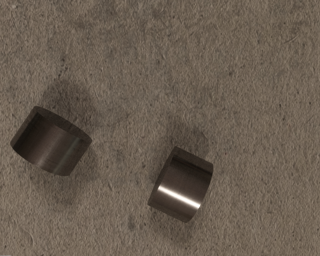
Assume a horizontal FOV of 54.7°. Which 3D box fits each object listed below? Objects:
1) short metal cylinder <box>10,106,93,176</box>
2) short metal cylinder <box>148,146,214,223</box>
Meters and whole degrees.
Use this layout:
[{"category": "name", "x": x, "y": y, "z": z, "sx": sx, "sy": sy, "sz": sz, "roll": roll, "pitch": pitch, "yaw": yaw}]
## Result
[{"category": "short metal cylinder", "x": -0.132, "y": 0.016, "z": 0.381, "sx": 0.080, "sy": 0.080, "sz": 0.050, "roll": 34, "pitch": 90, "yaw": -1}, {"category": "short metal cylinder", "x": 0.025, "y": 0.069, "z": 0.383, "sx": 0.050, "sy": 0.080, "sz": 0.080, "roll": 26, "pitch": 90, "yaw": -1}]
